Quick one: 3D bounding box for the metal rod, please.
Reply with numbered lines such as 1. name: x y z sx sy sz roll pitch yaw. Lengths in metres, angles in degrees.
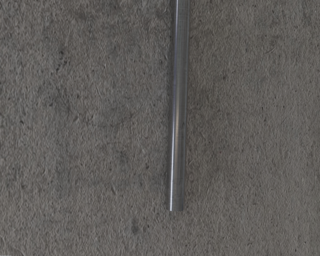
1. metal rod: 0.025 -0.041 0.417 0.025 0.025 0.298 2 89 -20
